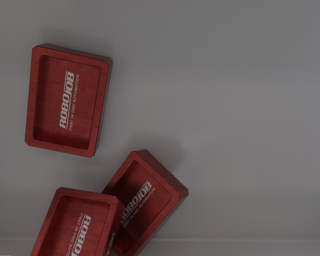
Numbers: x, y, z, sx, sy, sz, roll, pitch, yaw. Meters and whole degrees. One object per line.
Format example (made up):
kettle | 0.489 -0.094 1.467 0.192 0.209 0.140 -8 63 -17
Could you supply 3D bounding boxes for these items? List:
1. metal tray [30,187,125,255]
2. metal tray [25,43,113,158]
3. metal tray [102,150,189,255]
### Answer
metal tray | -0.106 0.145 0.386 0.090 0.130 0.030 6 150 15
metal tray | -0.117 -0.033 0.395 0.091 0.030 0.129 12 110 -5
metal tray | -0.034 0.105 0.423 0.090 0.030 0.129 42 107 19
